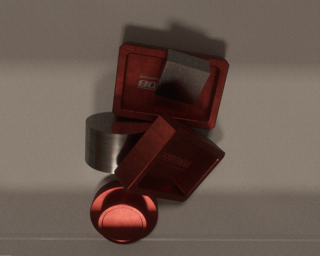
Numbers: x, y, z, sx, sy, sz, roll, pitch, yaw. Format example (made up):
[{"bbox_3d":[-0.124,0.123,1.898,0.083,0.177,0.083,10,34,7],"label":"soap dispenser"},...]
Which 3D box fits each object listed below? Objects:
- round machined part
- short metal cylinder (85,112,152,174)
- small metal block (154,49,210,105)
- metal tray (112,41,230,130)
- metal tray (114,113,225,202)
[{"bbox_3d":[-0.052,0.128,0.449,0.099,0.042,0.097,0,110,-1],"label":"round machined part"},{"bbox_3d":[-0.052,0.016,0.387,0.081,0.080,0.050,5,110,-3],"label":"short metal cylinder"},{"bbox_3d":[0.025,-0.059,0.365,0.050,0.025,0.050,15,134,-10],"label":"small metal block"},{"bbox_3d":[0.011,-0.052,0.389,0.131,0.030,0.089,8,110,-4],"label":"metal tray"},{"bbox_3d":[0.018,0.043,0.378,0.090,0.030,0.130,-51,144,9],"label":"metal tray"}]
